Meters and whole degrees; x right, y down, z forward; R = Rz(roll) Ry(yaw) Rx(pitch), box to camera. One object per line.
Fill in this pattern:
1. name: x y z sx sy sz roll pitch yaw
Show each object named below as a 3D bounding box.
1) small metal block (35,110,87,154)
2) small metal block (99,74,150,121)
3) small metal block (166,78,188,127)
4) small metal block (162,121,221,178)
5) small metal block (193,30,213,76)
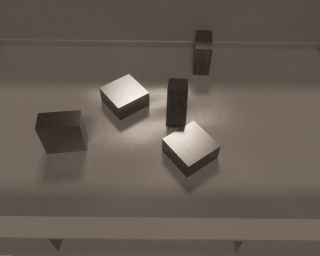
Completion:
1. small metal block: -0.119 0.006 0.383 0.050 0.050 0.025 -5 50 -4
2. small metal block: -0.050 -0.045 0.442 0.050 0.025 0.050 -30 57 -23
3. small metal block: 0.023 -0.034 0.407 0.025 0.050 0.050 3 24 3
4. small metal block: 0.038 0.025 0.384 0.050 0.025 0.050 -29 57 -23
5. small metal block: 0.067 -0.119 0.490 0.025 0.050 0.050 4 50 3
